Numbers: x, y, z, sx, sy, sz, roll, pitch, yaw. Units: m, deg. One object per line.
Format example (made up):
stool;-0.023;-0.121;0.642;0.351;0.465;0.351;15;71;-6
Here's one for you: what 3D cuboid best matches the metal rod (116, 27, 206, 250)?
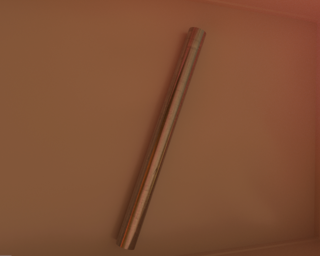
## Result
metal rod;0.004;0.008;0.409;0.025;0.025;0.299;21;83;-19
